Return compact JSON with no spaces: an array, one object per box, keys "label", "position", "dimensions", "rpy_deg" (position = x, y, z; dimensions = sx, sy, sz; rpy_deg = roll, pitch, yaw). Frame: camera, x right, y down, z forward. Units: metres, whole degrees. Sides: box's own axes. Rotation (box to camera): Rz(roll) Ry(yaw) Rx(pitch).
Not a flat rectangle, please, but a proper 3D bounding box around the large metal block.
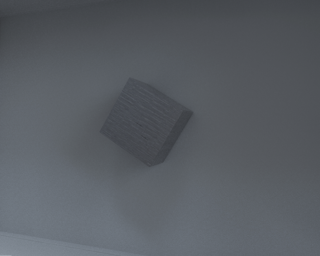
[{"label":"large metal block","position":[-0.017,-0.008,0.400],"dimensions":[0.080,0.050,0.080],"rpy_deg":[33,100,16]}]
